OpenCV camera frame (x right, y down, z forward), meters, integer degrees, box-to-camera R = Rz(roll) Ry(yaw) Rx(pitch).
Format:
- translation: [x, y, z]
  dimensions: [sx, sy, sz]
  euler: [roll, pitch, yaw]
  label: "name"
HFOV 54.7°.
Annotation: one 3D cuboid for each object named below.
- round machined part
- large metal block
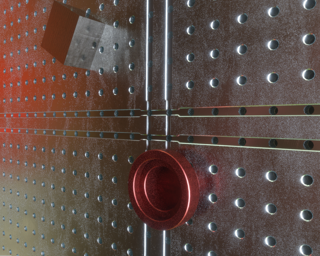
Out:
- translation: [0.009, 0.075, 0.391]
  dimensions: [0.098, 0.042, 0.097]
  euler: [0, 90, 40]
  label: "round machined part"
- translation: [-0.145, -0.153, 0.513]
  dimensions: [0.080, 0.050, 0.079]
  euler: [38, 113, 33]
  label: "large metal block"
